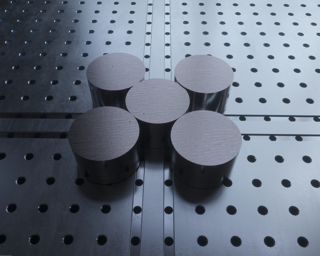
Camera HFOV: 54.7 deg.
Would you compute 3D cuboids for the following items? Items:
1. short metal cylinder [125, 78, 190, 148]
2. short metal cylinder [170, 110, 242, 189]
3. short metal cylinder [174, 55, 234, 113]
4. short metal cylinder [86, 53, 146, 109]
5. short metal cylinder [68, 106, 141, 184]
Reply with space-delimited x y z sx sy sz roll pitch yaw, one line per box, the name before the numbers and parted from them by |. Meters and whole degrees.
short metal cylinder | -0.003 -0.020 0.407 0.081 0.050 0.080 0 50 0
short metal cylinder | 0.052 0.025 0.370 0.081 0.050 0.080 0 50 0
short metal cylinder | 0.060 -0.059 0.439 0.081 0.050 0.080 0 50 0
short metal cylinder | -0.060 -0.063 0.443 0.081 0.050 0.080 0 50 0
short metal cylinder | -0.064 0.020 0.372 0.081 0.050 0.080 0 50 0
